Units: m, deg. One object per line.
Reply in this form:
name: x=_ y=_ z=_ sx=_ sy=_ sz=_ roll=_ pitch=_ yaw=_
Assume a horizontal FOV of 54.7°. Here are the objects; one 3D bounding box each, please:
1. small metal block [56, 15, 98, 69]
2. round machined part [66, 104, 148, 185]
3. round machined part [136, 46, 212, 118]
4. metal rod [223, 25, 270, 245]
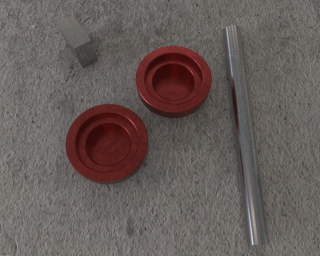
small metal block: x=-0.116 y=-0.121 z=0.438 sx=0.025 sy=0.050 sz=0.050 roll=-32 pitch=73 yaw=-11
round machined part: x=-0.063 y=0.023 z=0.390 sx=0.099 sy=0.042 sz=0.098 roll=0 pitch=70 yaw=0
round machined part: x=0.018 y=-0.058 z=0.420 sx=0.099 sy=0.042 sz=0.098 roll=0 pitch=70 yaw=0
metal rod: x=0.110 y=-0.005 z=0.410 sx=0.025 sy=0.025 sz=0.299 roll=-1 pitch=70 yaw=-1
